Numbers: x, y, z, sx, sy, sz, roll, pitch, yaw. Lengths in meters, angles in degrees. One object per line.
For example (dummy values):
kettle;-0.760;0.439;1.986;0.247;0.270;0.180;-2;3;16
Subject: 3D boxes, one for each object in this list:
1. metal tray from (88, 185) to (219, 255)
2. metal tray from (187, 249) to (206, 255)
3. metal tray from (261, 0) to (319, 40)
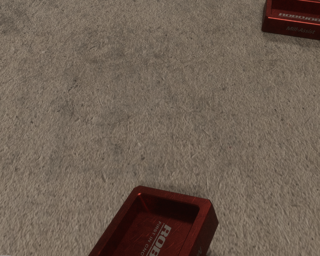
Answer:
metal tray;-0.013;0.116;0.275;0.090;0.030;0.130;5;42;33
metal tray;0.028;0.179;0.249;0.090;0.030;0.131;30;56;22
metal tray;0.261;-0.207;0.577;0.131;0.030;0.090;12;51;9
